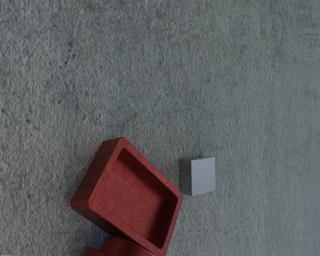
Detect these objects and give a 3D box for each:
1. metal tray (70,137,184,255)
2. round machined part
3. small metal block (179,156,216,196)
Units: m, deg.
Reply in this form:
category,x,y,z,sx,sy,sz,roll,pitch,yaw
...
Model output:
category,x,y,z,sx,sy,sz,roll,pitch,yaw
metal tray,-0.030,0.084,0.363,0.130,0.030,0.090,47,47,-30
round machined part,-0.036,0.149,0.329,0.098,0.098,0.042,47,57,-30
small metal block,0.055,0.069,0.454,0.050,0.025,0.050,-3,92,-40
